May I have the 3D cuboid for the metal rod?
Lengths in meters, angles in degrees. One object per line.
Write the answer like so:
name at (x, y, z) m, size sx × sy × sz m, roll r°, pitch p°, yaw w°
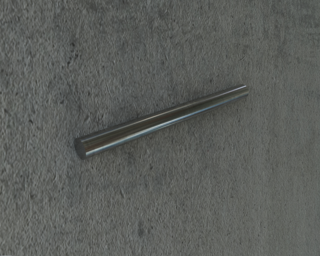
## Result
metal rod at (0.026, -0.019, 0.424) m, size 0.302 × 0.025 × 0.025 m, roll -21°, pitch 103°, yaw -38°
